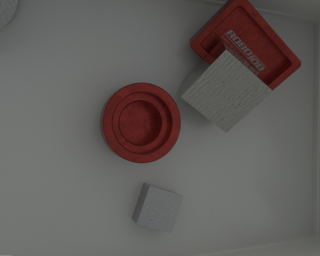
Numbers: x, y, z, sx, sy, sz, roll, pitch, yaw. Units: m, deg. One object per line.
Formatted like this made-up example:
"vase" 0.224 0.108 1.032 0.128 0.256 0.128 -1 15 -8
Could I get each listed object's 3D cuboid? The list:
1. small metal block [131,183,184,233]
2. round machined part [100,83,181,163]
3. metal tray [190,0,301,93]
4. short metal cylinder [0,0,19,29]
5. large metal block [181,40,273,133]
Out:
"small metal block" -0.003 0.105 0.411 0.050 0.025 0.050 21 83 -19
"round machined part" -0.027 -0.006 0.392 0.099 0.042 0.097 0 90 -21
"metal tray" 0.117 -0.104 0.429 0.130 0.030 0.090 41 109 -16
"short metal cylinder" -0.188 -0.139 0.315 0.081 0.050 0.079 -8 113 -20
"large metal block" 0.085 -0.054 0.408 0.080 0.050 0.080 37 115 -15
